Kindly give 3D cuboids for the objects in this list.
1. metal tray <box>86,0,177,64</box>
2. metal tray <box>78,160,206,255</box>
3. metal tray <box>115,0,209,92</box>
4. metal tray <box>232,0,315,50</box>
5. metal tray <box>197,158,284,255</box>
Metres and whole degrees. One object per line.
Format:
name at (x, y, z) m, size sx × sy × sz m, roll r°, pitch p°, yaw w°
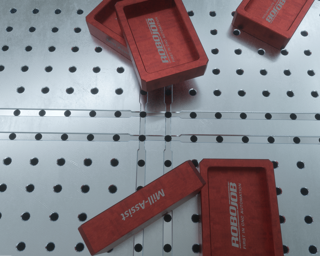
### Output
metal tray at (-0.032, -0.150, 0.463) m, size 0.130 × 0.030 × 0.090 m, roll 35°, pitch 73°, yaw 11°
metal tray at (-0.016, 0.090, 0.344) m, size 0.131 × 0.090 × 0.030 m, roll -30°, pitch 73°, yaw -11°
metal tray at (0.000, -0.122, 0.421) m, size 0.091 × 0.030 × 0.130 m, roll -17°, pitch 71°, yaw -7°
metal tray at (0.184, -0.195, 0.482) m, size 0.090 × 0.030 × 0.130 m, roll 32°, pitch 73°, yaw 10°
metal tray at (0.093, 0.103, 0.372) m, size 0.091 × 0.030 × 0.130 m, roll 1°, pitch 70°, yaw 0°
